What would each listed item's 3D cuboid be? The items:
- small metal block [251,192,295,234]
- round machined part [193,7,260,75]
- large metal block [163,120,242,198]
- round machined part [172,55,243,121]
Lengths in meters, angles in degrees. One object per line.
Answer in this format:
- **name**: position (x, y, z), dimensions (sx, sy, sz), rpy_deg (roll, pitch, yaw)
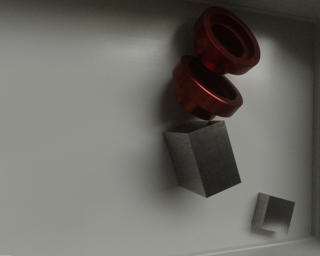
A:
- **small metal block**: position (0.175, 0.131, 0.477), dimensions (0.050, 0.025, 0.050), rpy_deg (18, 84, -20)
- **round machined part**: position (0.085, -0.112, 0.420), dimensions (0.099, 0.042, 0.098), rpy_deg (17, 55, -26)
- **large metal block**: position (0.051, 0.036, 0.402), dimensions (0.050, 0.080, 0.080), rpy_deg (-19, 97, -19)
- **round machined part**: position (0.056, -0.048, 0.405), dimensions (0.098, 0.098, 0.042), rpy_deg (27, 122, -18)
